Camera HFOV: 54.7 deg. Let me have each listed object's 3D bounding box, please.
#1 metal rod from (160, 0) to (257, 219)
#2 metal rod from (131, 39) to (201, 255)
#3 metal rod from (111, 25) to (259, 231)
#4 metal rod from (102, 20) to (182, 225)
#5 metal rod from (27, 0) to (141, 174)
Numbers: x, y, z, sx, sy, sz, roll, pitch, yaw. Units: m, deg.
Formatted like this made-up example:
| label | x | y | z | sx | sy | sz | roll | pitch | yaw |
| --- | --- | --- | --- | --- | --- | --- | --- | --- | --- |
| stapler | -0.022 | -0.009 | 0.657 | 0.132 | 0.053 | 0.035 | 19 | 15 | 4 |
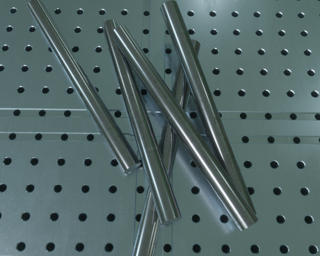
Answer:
| label | x | y | z | sx | sy | sz | roll | pitch | yaw |
| --- | --- | --- | --- | --- | --- | --- | --- | --- | --- |
| metal rod | 0.059 | -0.032 | 0.404 | 0.025 | 0.025 | 0.299 | -17 | 78 | -6 |
| metal rod | 0.013 | 0.013 | 0.406 | 0.025 | 0.025 | 0.299 | 13 | 70 | 4 |
| metal rod | 0.022 | -0.012 | 0.388 | 0.025 | 0.025 | 0.299 | -30 | 74 | -11 |
| metal rod | -0.031 | -0.026 | 0.404 | 0.025 | 0.025 | 0.299 | -16 | 65 | -6 |
| metal rod | -0.114 | -0.069 | 0.435 | 0.025 | 0.025 | 0.299 | -30 | 73 | -11 |
